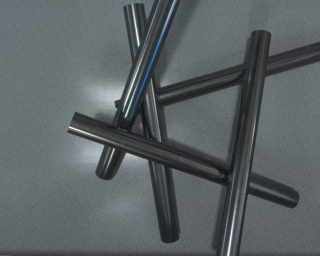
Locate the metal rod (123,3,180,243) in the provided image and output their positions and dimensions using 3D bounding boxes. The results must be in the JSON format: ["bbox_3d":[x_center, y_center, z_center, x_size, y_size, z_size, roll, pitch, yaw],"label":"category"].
[{"bbox_3d":[-0.009,0.001,0.390,0.025,0.025,0.298,-9,98,0],"label":"metal rod"}]

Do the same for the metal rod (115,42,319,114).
[{"bbox_3d":[0.089,-0.066,0.411,0.302,0.025,0.025,-16,90,0],"label":"metal rod"}]

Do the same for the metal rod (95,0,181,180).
[{"bbox_3d":[-0.021,-0.063,0.350,0.025,0.025,0.298,23,115,0],"label":"metal rod"}]

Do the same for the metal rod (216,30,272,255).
[{"bbox_3d":[0.100,0.027,0.370,0.025,0.025,0.299,11,82,0],"label":"metal rod"}]

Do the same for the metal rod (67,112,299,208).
[{"bbox_3d":[0.039,0.044,0.378,0.302,0.025,0.025,20,90,-13],"label":"metal rod"}]
